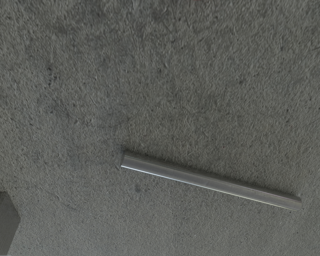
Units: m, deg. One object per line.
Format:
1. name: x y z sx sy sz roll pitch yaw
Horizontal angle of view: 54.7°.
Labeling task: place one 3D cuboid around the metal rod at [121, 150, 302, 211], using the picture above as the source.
1. metal rod: 0.087 0.085 0.479 0.302 0.025 0.025 17 128 -14

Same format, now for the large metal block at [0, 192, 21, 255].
1. large metal block: -0.277 0.161 0.505 0.050 0.080 0.079 0 130 0
